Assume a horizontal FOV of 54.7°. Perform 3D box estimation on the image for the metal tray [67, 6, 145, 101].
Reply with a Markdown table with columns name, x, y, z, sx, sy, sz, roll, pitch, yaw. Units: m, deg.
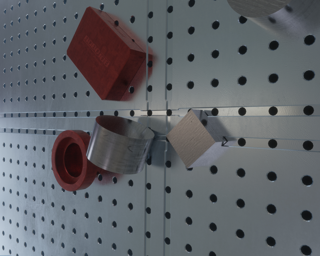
| name | x | y | z | sx | sy | sz | roll | pitch | yaw |
| --- | --- | --- | --- | --- | --- | --- | --- | --- | --- |
| metal tray | -0.088 | -0.115 | 0.479 | 0.130 | 0.030 | 0.089 | 50 | 119 | 28 |

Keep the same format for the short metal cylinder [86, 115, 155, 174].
| name | x | y | z | sx | sy | sz | roll | pitch | yaw |
| --- | --- | --- | --- | --- | --- | --- | --- | --- | --- |
| short metal cylinder | -0.053 | 0.021 | 0.418 | 0.080 | 0.081 | 0.050 | 30 | 109 | 36 |

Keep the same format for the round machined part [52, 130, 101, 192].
| name | x | y | z | sx | sy | sz | roll | pitch | yaw |
| --- | --- | --- | --- | --- | --- | --- | --- | --- | --- |
| round machined part | -0.132 | 0.052 | 0.507 | 0.098 | 0.042 | 0.097 | 0 | 90 | 40 |

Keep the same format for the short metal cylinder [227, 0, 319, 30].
| name | x | y | z | sx | sy | sz | roll | pitch | yaw |
| --- | --- | --- | --- | --- | --- | --- | --- | --- | --- |
| short metal cylinder | 0.111 | -0.142 | 0.302 | 0.080 | 0.050 | 0.079 | 0 | 90 | 40 |

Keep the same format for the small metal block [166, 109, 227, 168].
| name | x | y | z | sx | sy | sz | roll | pitch | yaw |
| --- | --- | --- | --- | --- | --- | --- | --- | --- | --- |
| small metal block | 0.043 | 0.013 | 0.374 | 0.050 | 0.025 | 0.050 | -48 | 62 | 29 |
